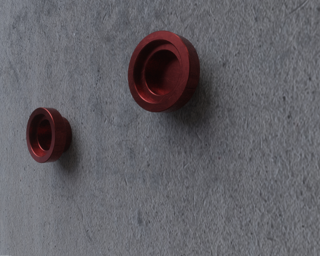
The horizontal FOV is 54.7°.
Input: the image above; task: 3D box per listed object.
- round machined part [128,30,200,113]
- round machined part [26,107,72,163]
[{"bbox_3d":[0.009,-0.067,0.386,0.098,0.042,0.097,0,90,40],"label":"round machined part"},{"bbox_3d":[-0.196,0.013,0.556,0.098,0.042,0.097,0,90,40],"label":"round machined part"}]
